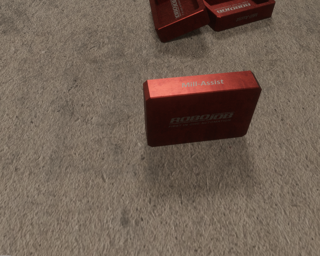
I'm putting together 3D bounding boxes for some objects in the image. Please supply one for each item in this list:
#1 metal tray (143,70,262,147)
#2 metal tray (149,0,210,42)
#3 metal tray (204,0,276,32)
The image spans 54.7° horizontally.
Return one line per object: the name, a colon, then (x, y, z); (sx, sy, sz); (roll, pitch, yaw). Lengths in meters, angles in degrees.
metal tray: (0.047, -0.021, 0.379); (0.131, 0.089, 0.030); (-6, 51, -6)
metal tray: (0.031, -0.220, 0.564); (0.090, 0.030, 0.130); (-20, 49, 12)
metal tray: (0.142, -0.237, 0.600); (0.131, 0.030, 0.090); (-20, 53, -17)
